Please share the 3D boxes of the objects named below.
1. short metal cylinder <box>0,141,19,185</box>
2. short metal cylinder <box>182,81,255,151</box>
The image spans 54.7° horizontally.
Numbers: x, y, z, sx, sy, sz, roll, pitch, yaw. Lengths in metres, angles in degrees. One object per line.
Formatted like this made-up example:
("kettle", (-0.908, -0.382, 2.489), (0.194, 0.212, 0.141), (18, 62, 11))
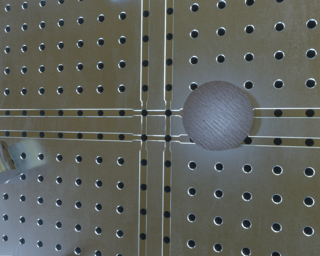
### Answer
("short metal cylinder", (-0.267, 0.061, 0.475), (0.080, 0.080, 0.050), (-31, 80, 17))
("short metal cylinder", (0.072, -0.014, 0.373), (0.080, 0.050, 0.079), (0, 90, 19))
